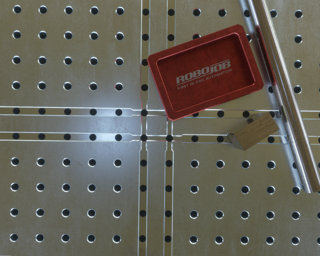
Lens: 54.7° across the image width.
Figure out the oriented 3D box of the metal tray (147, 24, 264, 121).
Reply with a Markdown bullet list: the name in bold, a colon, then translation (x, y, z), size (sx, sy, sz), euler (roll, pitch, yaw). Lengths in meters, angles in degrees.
- **metal tray**: translation (0.059, -0.071, 0.410), size (0.131, 0.030, 0.090), euler (-20, 90, 0)

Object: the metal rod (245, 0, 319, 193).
- **metal rod**: translation (0.162, -0.060, 0.414), size (0.025, 0.025, 0.298), euler (-17, 90, 0)

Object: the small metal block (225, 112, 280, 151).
- **small metal block**: translation (0.118, 0.004, 0.402), size (0.050, 0.050, 0.025), euler (-32, 90, 0)
